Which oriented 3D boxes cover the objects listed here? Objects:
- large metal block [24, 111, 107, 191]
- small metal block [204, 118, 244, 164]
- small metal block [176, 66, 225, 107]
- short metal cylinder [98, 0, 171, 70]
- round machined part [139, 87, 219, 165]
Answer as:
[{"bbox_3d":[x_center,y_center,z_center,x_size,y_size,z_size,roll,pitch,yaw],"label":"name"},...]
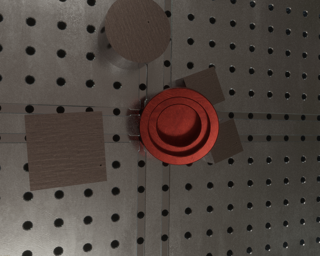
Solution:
[{"bbox_3d":[-0.109,0.023,0.360,0.081,0.050,0.079,-4,92,-20],"label":"large metal block"},{"bbox_3d":[0.086,0.018,0.446,0.050,0.025,0.050,-21,97,-19],"label":"small metal block"},{"bbox_3d":[0.057,-0.053,0.435,0.050,0.025,0.050,-23,98,-19],"label":"small metal block"},{"bbox_3d":[-0.033,-0.117,0.388,0.081,0.050,0.079,0,90,-20],"label":"short metal cylinder"},{"bbox_3d":[0.024,-0.005,0.401,0.099,0.042,0.097,0,102,2],"label":"round machined part"}]
